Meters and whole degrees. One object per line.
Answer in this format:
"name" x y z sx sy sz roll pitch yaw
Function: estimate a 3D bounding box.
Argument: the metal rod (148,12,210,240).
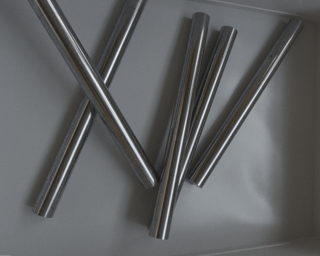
"metal rod" 0.028 -0.010 0.406 0.025 0.025 0.299 15 80 -20

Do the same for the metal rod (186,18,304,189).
"metal rod" 0.131 -0.044 0.458 0.025 0.025 0.300 38 78 -16

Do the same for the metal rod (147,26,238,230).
"metal rod" 0.047 -0.002 0.427 0.025 0.025 0.299 23 82 -19

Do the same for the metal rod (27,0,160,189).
"metal rod" -0.078 -0.053 0.350 0.025 0.025 0.299 -35 111 -17

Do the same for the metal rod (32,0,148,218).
"metal rod" -0.081 -0.038 0.380 0.025 0.025 0.299 25 82 -19
